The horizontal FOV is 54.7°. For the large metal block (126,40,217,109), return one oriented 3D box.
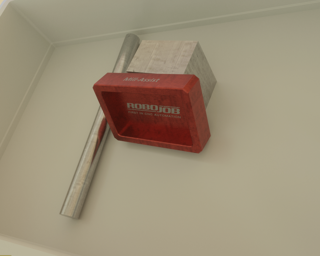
[{"bbox_3d":[0.018,-0.067,0.401,0.080,0.080,0.050,11,67,32],"label":"large metal block"}]

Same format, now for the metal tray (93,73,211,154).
[{"bbox_3d":[-0.010,-0.020,0.377,0.130,0.090,0.030,7,42,31],"label":"metal tray"}]

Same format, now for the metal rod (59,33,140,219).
[{"bbox_3d":[-0.081,-0.018,0.457,0.025,0.025,0.300,1,62,28],"label":"metal rod"}]
